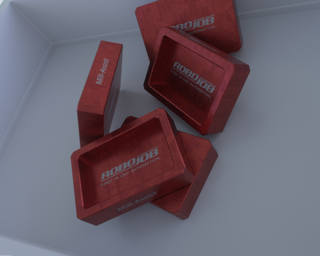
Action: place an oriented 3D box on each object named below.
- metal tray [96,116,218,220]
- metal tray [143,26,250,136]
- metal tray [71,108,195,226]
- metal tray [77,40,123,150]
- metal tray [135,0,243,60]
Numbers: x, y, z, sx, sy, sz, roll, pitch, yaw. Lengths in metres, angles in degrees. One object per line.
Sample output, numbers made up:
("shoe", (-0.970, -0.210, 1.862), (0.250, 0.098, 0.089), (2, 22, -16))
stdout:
("metal tray", (-0.007, 0.043, 0.379), (0.130, 0.030, 0.090), (18, 71, 34))
("metal tray", (0.038, -0.062, 0.386), (0.130, 0.030, 0.089), (42, 124, 38))
("metal tray", (-0.036, 0.043, 0.354), (0.130, 0.030, 0.090), (-27, 53, 11))
("metal tray", (-0.077, -0.042, 0.414), (0.030, 0.089, 0.130), (9, 51, -3))
("metal tray", (0.040, -0.138, 0.426), (0.130, 0.089, 0.030), (-9, 21, 23))
